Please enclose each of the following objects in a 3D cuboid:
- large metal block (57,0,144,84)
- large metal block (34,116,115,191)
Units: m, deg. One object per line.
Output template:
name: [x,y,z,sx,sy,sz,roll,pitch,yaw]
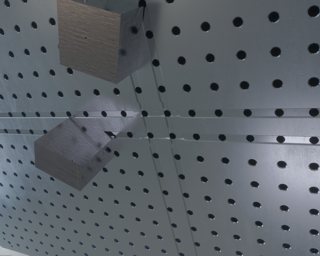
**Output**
large metal block: [-0.071,-0.108,0.366,0.080,0.050,0.079,21,126,16]
large metal block: [-0.127,0.035,0.465,0.080,0.080,0.050,25,127,13]
